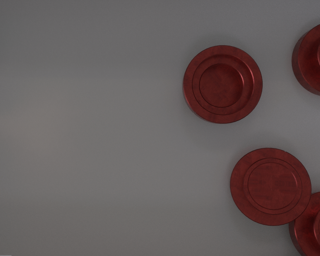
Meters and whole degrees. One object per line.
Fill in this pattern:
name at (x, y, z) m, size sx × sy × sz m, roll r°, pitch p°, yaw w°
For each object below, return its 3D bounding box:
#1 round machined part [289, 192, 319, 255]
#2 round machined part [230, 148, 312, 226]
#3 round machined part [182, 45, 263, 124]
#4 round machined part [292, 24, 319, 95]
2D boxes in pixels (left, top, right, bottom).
round machined part at (0.220, 0.129, 0.391) m, size 0.099 × 0.042 × 0.098 m, roll 0°, pitch 73°, yaw 1°
round machined part at (0.139, 0.073, 0.391) m, size 0.098 × 0.042 × 0.098 m, roll -2°, pitch 78°, yaw 11°
round machined part at (0.078, -0.054, 0.403) m, size 0.099 × 0.042 × 0.097 m, roll 0°, pitch 90°, yaw 0°
round machined part at (0.230, -0.092, 0.404) m, size 0.099 × 0.042 × 0.097 m, roll 0°, pitch 90°, yaw 0°
